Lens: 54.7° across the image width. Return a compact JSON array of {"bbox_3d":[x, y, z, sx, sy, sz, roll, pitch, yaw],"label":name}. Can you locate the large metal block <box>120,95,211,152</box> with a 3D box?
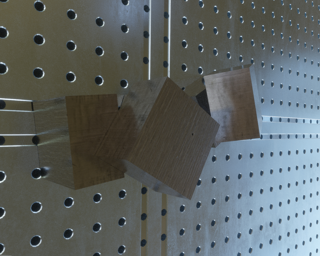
[{"bbox_3d":[0.004,-0.005,0.378,0.080,0.080,0.050,24,75,-38],"label":"large metal block"}]

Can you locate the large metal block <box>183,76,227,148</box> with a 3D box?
[{"bbox_3d":[0.072,-0.027,0.455,0.080,0.050,0.080,-37,113,-34],"label":"large metal block"}]

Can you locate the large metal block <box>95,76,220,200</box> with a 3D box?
[{"bbox_3d":[0.001,0.011,0.290,0.080,0.050,0.080,38,67,-33],"label":"large metal block"}]

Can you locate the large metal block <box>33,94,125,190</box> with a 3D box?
[{"bbox_3d":[-0.082,0.010,0.305,0.050,0.080,0.079,-8,96,-40],"label":"large metal block"}]

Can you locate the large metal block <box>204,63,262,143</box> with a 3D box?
[{"bbox_3d":[0.094,-0.034,0.385,0.080,0.050,0.079,-37,117,-66],"label":"large metal block"}]
